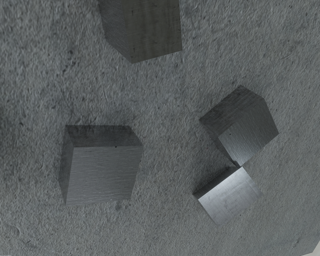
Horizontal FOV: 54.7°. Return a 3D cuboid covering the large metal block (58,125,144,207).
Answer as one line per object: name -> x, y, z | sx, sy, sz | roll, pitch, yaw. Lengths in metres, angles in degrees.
large metal block -> -0.074, 0.043, 0.377 | 0.081, 0.050, 0.079 | 1, 118, -29

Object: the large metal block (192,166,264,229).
large metal block -> 0.102, 0.104, 0.483 | 0.080, 0.080, 0.050 | -36, 84, -4

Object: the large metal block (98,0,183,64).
large metal block -> -0.023, -0.115, 0.287 | 0.050, 0.080, 0.079 | -19, 126, -17

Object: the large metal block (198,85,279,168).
large metal block -> 0.116, -0.002, 0.453 | 0.080, 0.050, 0.080 | -40, 129, -1
